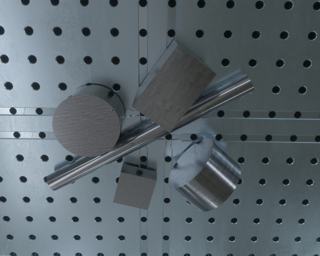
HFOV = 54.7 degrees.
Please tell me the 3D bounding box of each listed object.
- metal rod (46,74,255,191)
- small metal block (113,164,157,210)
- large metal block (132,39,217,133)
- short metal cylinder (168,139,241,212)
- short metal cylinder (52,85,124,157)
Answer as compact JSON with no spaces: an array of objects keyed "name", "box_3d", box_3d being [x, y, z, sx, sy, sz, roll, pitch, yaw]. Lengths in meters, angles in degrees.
[{"name":"metal rod","box_3d":[-0.019,0.010,0.413,0.301,0.025,0.025,-27,108,9]},{"name":"small metal block","box_3d":[-0.035,0.084,0.440,0.050,0.025,0.050,14,109,-6]},{"name":"large metal block","box_3d":[0.014,-0.053,0.361,0.050,0.080,0.080,35,106,-12]},{"name":"short metal cylinder","box_3d":[0.057,0.060,0.403,0.050,0.080,0.080,42,105,-14]},{"name":"short metal cylinder","box_3d":[-0.087,-0.010,0.391,0.081,0.050,0.079,0,110,0]}]
